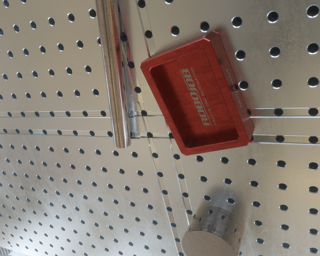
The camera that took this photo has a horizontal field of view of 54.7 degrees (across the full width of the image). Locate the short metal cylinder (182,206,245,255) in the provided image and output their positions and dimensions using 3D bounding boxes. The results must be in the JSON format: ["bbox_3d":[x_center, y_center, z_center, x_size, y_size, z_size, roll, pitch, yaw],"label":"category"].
[{"bbox_3d":[0.078,0.162,0.454,0.080,0.050,0.079,13,124,21],"label":"short metal cylinder"}]

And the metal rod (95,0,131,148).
[{"bbox_3d":[-0.060,-0.105,0.377,0.025,0.025,0.298,12,124,22],"label":"metal rod"}]

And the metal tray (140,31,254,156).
[{"bbox_3d":[0.045,-0.034,0.363,0.090,0.030,0.129,-14,112,33],"label":"metal tray"}]
